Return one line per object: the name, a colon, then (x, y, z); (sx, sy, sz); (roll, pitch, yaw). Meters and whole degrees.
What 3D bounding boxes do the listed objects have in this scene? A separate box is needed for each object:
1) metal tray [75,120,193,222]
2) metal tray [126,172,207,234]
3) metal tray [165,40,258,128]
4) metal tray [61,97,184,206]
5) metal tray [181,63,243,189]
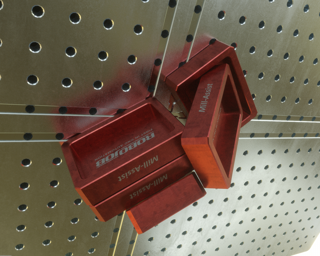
metal tray: (-0.031, 0.044, 0.378); (0.131, 0.090, 0.030); (-29, 129, -11)
metal tray: (0.000, 0.092, 0.410); (0.090, 0.130, 0.030); (-28, 87, -10)
metal tray: (0.075, -0.041, 0.424); (0.090, 0.030, 0.130); (-38, 130, -3)
metal tray: (-0.041, 0.021, 0.360); (0.131, 0.090, 0.030); (-29, 129, -11)
metal tray: (0.069, -0.004, 0.375); (0.090, 0.030, 0.130); (61, 37, -39)
